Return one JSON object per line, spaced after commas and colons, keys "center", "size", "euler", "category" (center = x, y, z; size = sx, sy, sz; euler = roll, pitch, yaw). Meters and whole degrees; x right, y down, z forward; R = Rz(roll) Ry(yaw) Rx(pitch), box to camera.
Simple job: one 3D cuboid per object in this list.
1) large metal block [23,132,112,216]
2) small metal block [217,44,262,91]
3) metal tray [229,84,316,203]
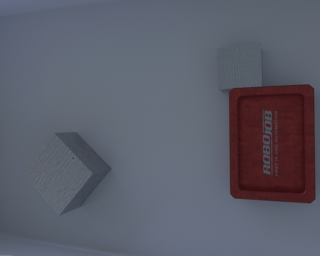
{"center": [-0.132, 0.063, 0.442], "size": [0.080, 0.050, 0.080], "euler": [43, 103, 14], "category": "large metal block"}
{"center": [0.097, -0.072, 0.376], "size": [0.050, 0.025, 0.050], "euler": [-1, 90, 19], "category": "small metal block"}
{"center": [0.129, 0.017, 0.362], "size": [0.090, 0.030, 0.129], "euler": [-1, 90, 19], "category": "metal tray"}
